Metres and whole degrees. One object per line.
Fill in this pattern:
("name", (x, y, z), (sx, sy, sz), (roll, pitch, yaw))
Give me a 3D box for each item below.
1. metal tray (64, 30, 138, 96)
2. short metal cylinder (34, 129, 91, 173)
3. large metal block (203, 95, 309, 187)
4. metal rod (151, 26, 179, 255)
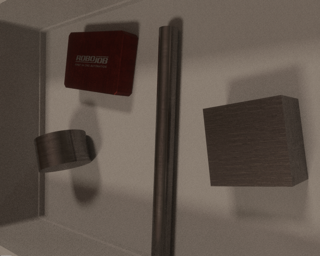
("metal tray", (-0.095, -0.101, 0.479), (0.130, 0.030, 0.089), (12, 98, 39))
("short metal cylinder", (-0.156, 0.038, 0.496), (0.080, 0.081, 0.050), (-22, 76, 37))
("large metal block", (0.095, 0.015, 0.311), (0.080, 0.050, 0.080), (-9, 85, 39))
("metal rod", (0.006, 0.022, 0.399), (0.025, 0.025, 0.298), (3, 92, 39))
